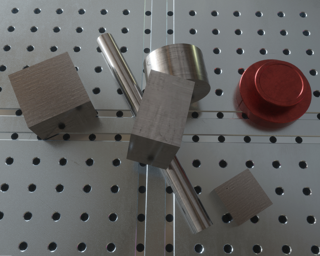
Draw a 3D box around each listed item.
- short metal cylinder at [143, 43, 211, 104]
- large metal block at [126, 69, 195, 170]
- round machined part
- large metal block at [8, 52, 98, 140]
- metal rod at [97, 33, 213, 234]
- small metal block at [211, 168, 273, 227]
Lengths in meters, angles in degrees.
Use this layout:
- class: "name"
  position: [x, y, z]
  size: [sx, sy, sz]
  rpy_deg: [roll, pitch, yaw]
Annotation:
- class: "short metal cylinder"
  position: [0.021, -0.066, 0.407]
  size: [0.081, 0.080, 0.050]
  rpy_deg: [-8, 71, -3]
- class: "large metal block"
  position: [-0.001, -0.007, 0.357]
  size: [0.050, 0.080, 0.080]
  rpy_deg: [16, 64, -2]
- class: "round machined part"
  position: [0.158, -0.053, 0.423]
  size: [0.099, 0.042, 0.098]
  rpy_deg: [0, 70, 0]
- class: "large metal block"
  position: [-0.140, -0.042, 0.413]
  size: [0.080, 0.050, 0.080]
  rpy_deg: [-25, 72, -9]
- class: "metal rod"
  position: [-0.015, -0.006, 0.413]
  size: [0.025, 0.025, 0.299]
  rpy_deg: [-25, 72, -9]
- class: "small metal block"
  position: [0.100, 0.086, 0.381]
  size: [0.050, 0.025, 0.050]
  rpy_deg: [-29, 73, -10]
